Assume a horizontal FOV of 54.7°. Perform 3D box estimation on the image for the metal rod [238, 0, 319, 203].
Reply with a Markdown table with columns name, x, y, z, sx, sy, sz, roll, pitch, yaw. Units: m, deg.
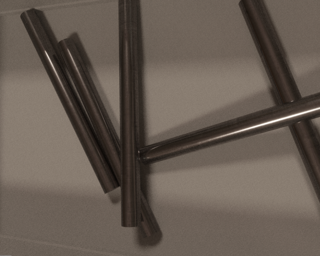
| name | x | y | z | sx | sy | sz | roll | pitch | yaw |
| --- | --- | --- | --- | --- | --- | --- | --- | --- | --- |
| metal rod | 0.156 | -0.015 | 0.355 | 0.025 | 0.025 | 0.299 | -22 | 83 | 18 |

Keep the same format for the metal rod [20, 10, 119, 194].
| name | x | y | z | sx | sy | sz | roll | pitch | yaw |
| --- | --- | --- | --- | --- | --- | --- | --- | --- | --- |
| metal rod | -0.135 | -0.044 | 0.456 | 0.025 | 0.025 | 0.299 | -31 | 80 | 17 |

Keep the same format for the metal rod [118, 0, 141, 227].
| name | x | y | z | sx | sy | sz | roll | pitch | yaw |
| --- | --- | --- | --- | --- | --- | --- | --- | --- | --- |
| metal rod | -0.040 | -0.025 | 0.408 | 0.025 | 0.025 | 0.298 | -4 | 83 | 19 |

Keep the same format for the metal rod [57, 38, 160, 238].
| name | x | y | z | sx | sy | sz | roll | pitch | yaw |
| --- | --- | --- | --- | --- | --- | --- | --- | --- | --- |
| metal rod | -0.075 | 0.008 | 0.435 | 0.025 | 0.025 | 0.299 | -28 | 81 | 17 |

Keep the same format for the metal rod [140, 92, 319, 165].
| name | x | y | z | sx | sy | sz | roll | pitch | yaw |
| --- | --- | --- | --- | --- | --- | --- | --- | --- | --- |
| metal rod | 0.107 | -0.005 | 0.351 | 0.300 | 0.025 | 0.025 | -18 | 84 | 26 |
